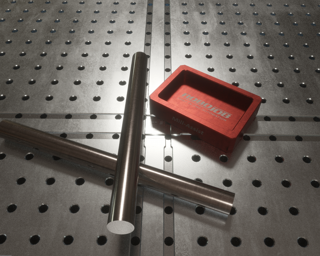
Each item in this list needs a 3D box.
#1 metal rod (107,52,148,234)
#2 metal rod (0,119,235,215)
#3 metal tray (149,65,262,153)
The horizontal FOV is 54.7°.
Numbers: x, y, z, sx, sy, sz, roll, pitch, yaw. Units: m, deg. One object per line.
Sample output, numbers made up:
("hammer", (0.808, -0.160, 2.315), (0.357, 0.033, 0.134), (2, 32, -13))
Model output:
("metal rod", (-0.034, -0.011, 0.392), (0.025, 0.025, 0.300), (1, 43, 0))
("metal rod", (-0.062, 0.042, 0.371), (0.301, 0.025, 0.025), (16, 52, 13))
("metal tray", (0.062, -0.032, 0.431), (0.130, 0.030, 0.090), (28, 55, 21))
